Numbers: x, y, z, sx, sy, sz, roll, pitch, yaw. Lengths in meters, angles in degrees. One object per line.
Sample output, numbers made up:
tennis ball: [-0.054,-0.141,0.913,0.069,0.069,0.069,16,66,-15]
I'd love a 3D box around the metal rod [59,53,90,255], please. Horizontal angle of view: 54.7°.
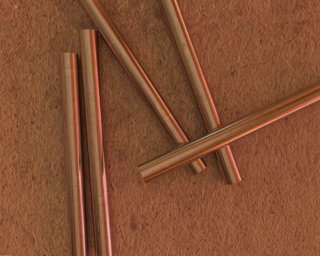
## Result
metal rod: [-0.112,0.052,0.408,0.025,0.025,0.298,-3,90,0]

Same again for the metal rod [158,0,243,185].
metal rod: [0.046,-0.070,0.410,0.025,0.025,0.299,-20,90,0]

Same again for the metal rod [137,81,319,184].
metal rod: [0.114,-0.005,0.390,0.302,0.025,0.025,-24,90,-8]

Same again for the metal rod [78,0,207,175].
metal rod: [-0.029,-0.070,0.409,0.025,0.025,0.299,-33,90,0]

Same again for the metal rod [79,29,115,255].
metal rod: [-0.083,0.022,0.409,0.025,0.025,0.298,-4,90,0]
